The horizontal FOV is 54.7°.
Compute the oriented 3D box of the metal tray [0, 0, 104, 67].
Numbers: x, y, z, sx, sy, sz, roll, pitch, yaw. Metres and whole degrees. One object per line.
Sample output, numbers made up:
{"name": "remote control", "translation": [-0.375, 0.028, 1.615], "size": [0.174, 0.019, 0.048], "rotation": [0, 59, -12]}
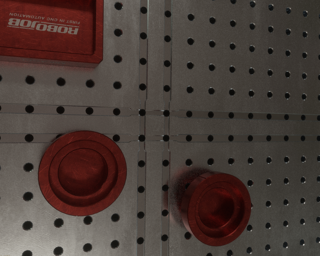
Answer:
{"name": "metal tray", "translation": [-0.134, -0.122, 0.360], "size": [0.131, 0.030, 0.089], "rotation": [1, 90, -21]}

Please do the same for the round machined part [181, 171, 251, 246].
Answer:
{"name": "round machined part", "translation": [0.074, 0.109, 0.433], "size": [0.099, 0.042, 0.097], "rotation": [0, 90, -21]}

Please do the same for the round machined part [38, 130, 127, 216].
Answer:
{"name": "round machined part", "translation": [-0.093, 0.051, 0.370], "size": [0.099, 0.042, 0.097], "rotation": [0, 90, -21]}
